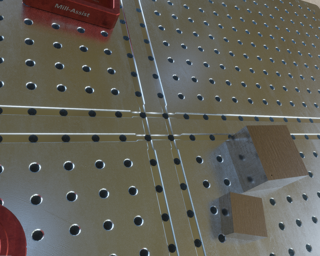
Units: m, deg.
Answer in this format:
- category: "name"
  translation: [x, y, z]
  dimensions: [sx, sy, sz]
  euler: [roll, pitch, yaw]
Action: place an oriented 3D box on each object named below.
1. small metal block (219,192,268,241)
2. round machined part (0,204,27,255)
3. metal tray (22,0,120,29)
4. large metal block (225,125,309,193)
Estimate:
- category: "small metal block"
  translation: [0.105, 0.113, 0.395]
  dimensions: [0.050, 0.025, 0.050]
  euler: [15, 56, -20]
- category: "round machined part"
  translation: [-0.160, 0.103, 0.248]
  dimensions: [0.099, 0.042, 0.098]
  euler: [14, 56, -21]
- category: "metal tray"
  translation: [-0.127, -0.206, 0.461]
  dimensions: [0.131, 0.030, 0.090]
  euler: [9, 58, -23]
- category: "large metal block"
  translation: [0.153, 0.043, 0.448]
  dimensions: [0.081, 0.050, 0.080]
  euler: [-1, 62, -29]
